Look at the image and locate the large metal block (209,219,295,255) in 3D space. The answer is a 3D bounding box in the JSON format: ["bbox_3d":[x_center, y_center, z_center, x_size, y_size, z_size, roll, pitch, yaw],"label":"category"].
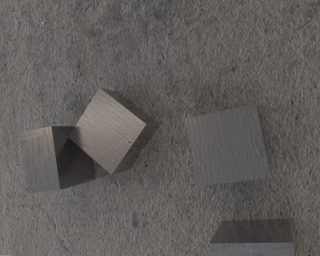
[{"bbox_3d":[0.105,0.138,0.342,0.080,0.080,0.050,-8,87,20],"label":"large metal block"}]

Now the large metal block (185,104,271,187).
[{"bbox_3d":[0.082,0.020,0.367,0.080,0.050,0.080,-11,86,19],"label":"large metal block"}]

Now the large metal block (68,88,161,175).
[{"bbox_3d":[-0.061,0.004,0.417,0.080,0.050,0.080,38,102,16],"label":"large metal block"}]

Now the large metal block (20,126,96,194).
[{"bbox_3d":[-0.138,0.041,0.428,0.050,0.080,0.080,-10,87,20],"label":"large metal block"}]
